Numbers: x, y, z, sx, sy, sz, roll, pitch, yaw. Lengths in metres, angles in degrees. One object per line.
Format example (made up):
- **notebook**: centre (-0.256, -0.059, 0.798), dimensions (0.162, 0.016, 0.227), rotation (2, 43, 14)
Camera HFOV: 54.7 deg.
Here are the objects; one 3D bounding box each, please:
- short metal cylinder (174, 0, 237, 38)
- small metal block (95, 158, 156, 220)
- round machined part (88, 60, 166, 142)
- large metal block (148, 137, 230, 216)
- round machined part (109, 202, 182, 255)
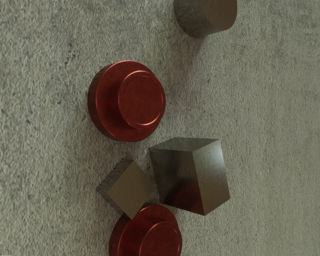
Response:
- **short metal cylinder**: centre (0.066, -0.176, 0.446), dimensions (0.081, 0.050, 0.079), rotation (0, 90, -40)
- **small metal block**: centre (-0.040, 0.073, 0.373), dimensions (0.050, 0.025, 0.050), rotation (-50, 120, -28)
- **round machined part**: centre (-0.032, -0.032, 0.369), dimensions (0.099, 0.042, 0.097), rotation (0, 90, -40)
- **large metal block**: centre (0.037, 0.058, 0.403), dimensions (0.050, 0.080, 0.079), rotation (-20, 103, -39)
- **round machined part**: centre (-0.010, 0.146, 0.387), dimensions (0.099, 0.042, 0.097), rotation (0, 90, -40)
